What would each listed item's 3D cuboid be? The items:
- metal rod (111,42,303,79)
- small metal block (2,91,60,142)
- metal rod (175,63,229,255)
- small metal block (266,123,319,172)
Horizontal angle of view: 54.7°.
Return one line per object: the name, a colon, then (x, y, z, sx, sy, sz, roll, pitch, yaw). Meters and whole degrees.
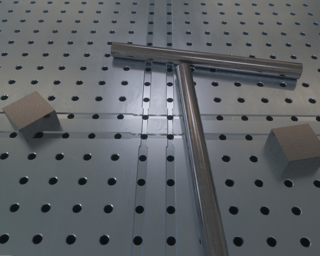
metal rod: (0.070, -0.110, 0.500, 0.302, 0.025, 0.025, 8, 51, 6)
small metal block: (-0.175, -0.017, 0.421, 0.050, 0.025, 0.050, -35, 59, -26)
metal rod: (0.046, 0.023, 0.388, 0.025, 0.025, 0.300, -3, 50, -3)
small metal block: (0.171, 0.024, 0.388, 0.050, 0.025, 0.050, -8, 51, -7)
